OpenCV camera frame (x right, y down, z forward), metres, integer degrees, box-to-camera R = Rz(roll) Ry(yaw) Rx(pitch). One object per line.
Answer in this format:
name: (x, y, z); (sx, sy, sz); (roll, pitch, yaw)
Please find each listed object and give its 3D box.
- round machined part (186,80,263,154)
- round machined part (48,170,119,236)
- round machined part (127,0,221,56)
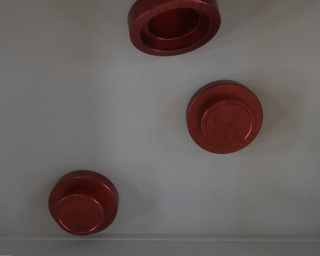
round machined part: (0.084, -0.010, 0.400); (0.099, 0.042, 0.097); (0, 110, -1)
round machined part: (-0.110, 0.113, 0.443); (0.099, 0.042, 0.097); (0, 110, -1)
round machined part: (0.014, -0.122, 0.338); (0.099, 0.098, 0.042); (-10, 73, 3)
